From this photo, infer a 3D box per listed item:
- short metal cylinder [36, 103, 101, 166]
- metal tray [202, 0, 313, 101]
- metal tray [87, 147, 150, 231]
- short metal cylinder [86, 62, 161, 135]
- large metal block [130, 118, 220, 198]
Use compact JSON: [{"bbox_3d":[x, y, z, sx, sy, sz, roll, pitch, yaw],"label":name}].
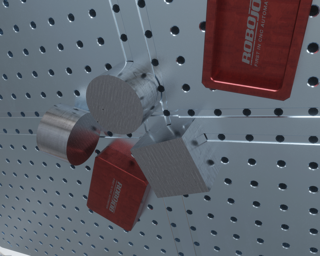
[{"bbox_3d":[-0.130,0.009,0.450,0.050,0.080,0.079,18,125,18],"label":"short metal cylinder"},{"bbox_3d":[0.092,-0.097,0.299,0.090,0.030,0.129,13,124,21],"label":"metal tray"},{"bbox_3d":[-0.068,0.103,0.507,0.090,0.030,0.129,27,128,11],"label":"metal tray"},{"bbox_3d":[-0.046,-0.038,0.395,0.080,0.050,0.079,13,124,21],"label":"short metal cylinder"},{"bbox_3d":[0.021,0.041,0.409,0.080,0.050,0.080,-16,110,34],"label":"large metal block"}]
